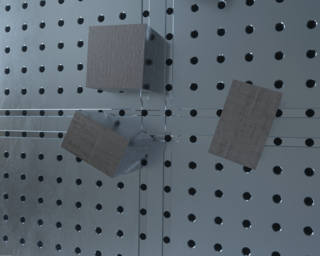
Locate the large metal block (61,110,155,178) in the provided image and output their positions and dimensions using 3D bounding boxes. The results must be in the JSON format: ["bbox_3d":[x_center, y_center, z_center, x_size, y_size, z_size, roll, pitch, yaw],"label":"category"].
[{"bbox_3d":[-0.065,0.018,0.405,0.080,0.080,0.050,28,99,17],"label":"large metal block"}]

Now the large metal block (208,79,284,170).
[{"bbox_3d":[0.098,-0.004,0.349,0.050,0.080,0.080,20,97,18],"label":"large metal block"}]

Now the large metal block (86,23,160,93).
[{"bbox_3d":[-0.049,-0.091,0.415,0.080,0.050,0.079,4,91,19],"label":"large metal block"}]
